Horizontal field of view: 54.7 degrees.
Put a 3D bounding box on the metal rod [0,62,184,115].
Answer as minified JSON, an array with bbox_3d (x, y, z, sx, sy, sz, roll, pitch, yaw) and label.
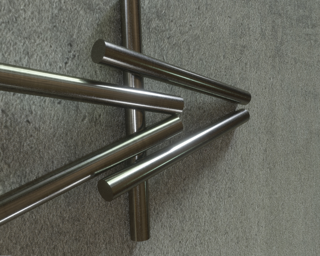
[{"bbox_3d":[-0.102,-0.041,0.304,0.302,0.025,0.025,6,86,-34],"label":"metal rod"}]

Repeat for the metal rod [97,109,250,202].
[{"bbox_3d":[0.043,0.022,0.424,0.302,0.025,0.025,-23,105,-44],"label":"metal rod"}]

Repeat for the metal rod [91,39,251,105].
[{"bbox_3d":[0.041,-0.064,0.422,0.302,0.025,0.025,7,86,-46],"label":"metal rod"}]

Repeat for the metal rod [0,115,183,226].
[{"bbox_3d":[-0.095,0.051,0.309,0.302,0.025,0.025,-26,107,-32],"label":"metal rod"}]

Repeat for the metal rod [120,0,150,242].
[{"bbox_3d":[-0.031,-0.012,0.382,0.025,0.025,0.298,-4,93,-40],"label":"metal rod"}]
